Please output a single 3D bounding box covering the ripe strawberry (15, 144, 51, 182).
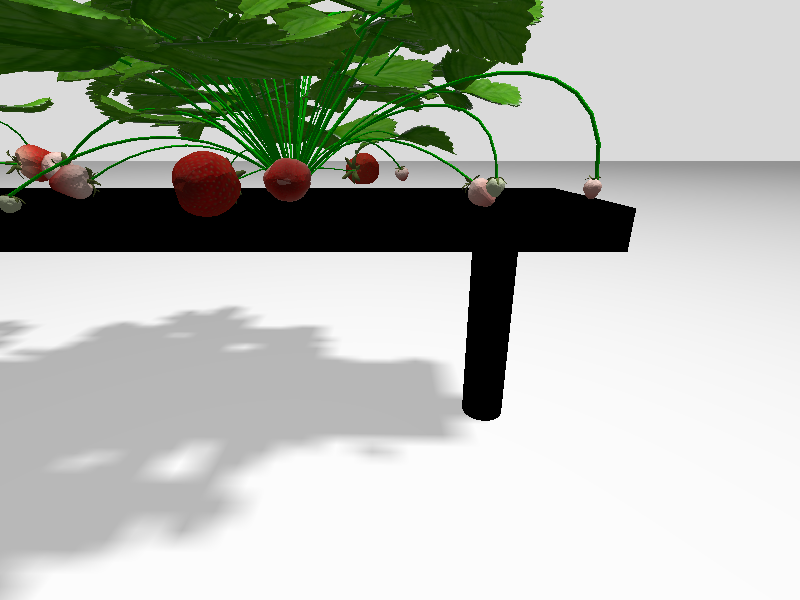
[{"bbox_3d":[-0.435,-0.166,0.486,0.041,0.043,0.044,13,23,30],"label":"ripe strawberry"}]

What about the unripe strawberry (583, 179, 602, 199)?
[{"bbox_3d":[0.119,-0.069,0.249,0.010,0.012,0.012,9,22,22],"label":"unripe strawberry"}]

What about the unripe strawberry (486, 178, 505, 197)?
[{"bbox_3d":[0.059,-0.070,0.249,0.011,0.011,0.011,12,24,29],"label":"unripe strawberry"}]

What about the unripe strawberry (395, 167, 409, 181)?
[{"bbox_3d":[0.003,-0.150,0.481,0.016,0.016,0.017,12,-33,29],"label":"unripe strawberry"}]

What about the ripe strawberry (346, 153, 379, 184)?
[{"bbox_3d":[-0.037,-0.137,0.416,0.036,0.031,0.036,12,23,29],"label":"ripe strawberry"}]

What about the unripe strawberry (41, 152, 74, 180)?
[{"bbox_3d":[-0.361,-0.138,0.422,0.030,0.032,0.028,-5,18,22],"label":"unripe strawberry"}]

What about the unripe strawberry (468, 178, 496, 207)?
[{"bbox_3d":[0.053,-0.069,0.258,0.017,0.019,0.019,-47,-9,35],"label":"unripe strawberry"}]

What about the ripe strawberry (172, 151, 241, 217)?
[{"bbox_3d":[-0.110,-0.064,0.224,0.034,0.036,0.037,3,21,9],"label":"ripe strawberry"}]

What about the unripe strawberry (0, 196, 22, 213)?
[{"bbox_3d":[-0.227,-0.055,0.233,0.010,0.010,0.009,18,4,-44],"label":"unripe strawberry"}]

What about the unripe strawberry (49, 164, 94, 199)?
[{"bbox_3d":[-0.239,-0.086,0.291,0.025,0.024,0.027,-9,22,-16],"label":"unripe strawberry"}]
